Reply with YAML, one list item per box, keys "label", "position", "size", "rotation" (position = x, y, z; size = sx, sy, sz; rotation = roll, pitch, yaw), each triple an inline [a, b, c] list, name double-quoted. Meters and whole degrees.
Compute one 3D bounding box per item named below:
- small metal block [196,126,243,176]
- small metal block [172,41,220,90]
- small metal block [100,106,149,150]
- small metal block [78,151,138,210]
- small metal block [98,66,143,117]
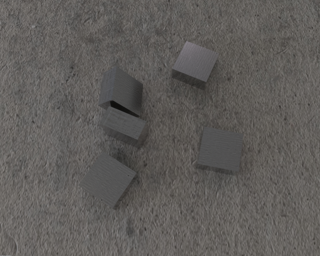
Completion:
- label: "small metal block"
  position: [0.076, 0.030, 0.398]
  size: [0.050, 0.025, 0.050]
  rotation: [11, 70, 4]
- label: "small metal block"
  position: [0.050, -0.089, 0.441]
  size: [0.050, 0.025, 0.050]
  rotation: [23, 72, 8]
- label: "small metal block"
  position: [-0.044, 0.001, 0.394]
  size: [0.050, 0.050, 0.025]
  rotation: [23, 74, 8]
- label: "small metal block"
  position: [-0.063, 0.065, 0.384]
  size: [0.050, 0.025, 0.050]
  rotation: [31, 73, 10]
- label: "small metal block"
  position: [-0.050, -0.044, 0.405]
  size: [0.025, 0.050, 0.050]
  rotation: [-18, 57, 36]
